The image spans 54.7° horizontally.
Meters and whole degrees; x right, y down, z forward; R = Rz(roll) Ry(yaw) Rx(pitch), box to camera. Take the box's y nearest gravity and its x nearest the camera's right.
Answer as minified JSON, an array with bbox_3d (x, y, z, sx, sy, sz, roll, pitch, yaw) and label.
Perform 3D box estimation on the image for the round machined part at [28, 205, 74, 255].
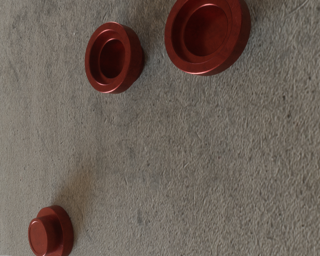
[{"bbox_3d":[-0.203,0.193,0.562,0.098,0.042,0.097,0,90,40],"label":"round machined part"}]

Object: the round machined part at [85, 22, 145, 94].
[{"bbox_3d":[-0.061,-0.098,0.444,0.098,0.042,0.097,0,90,40],"label":"round machined part"}]

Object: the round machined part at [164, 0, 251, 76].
[{"bbox_3d":[0.056,-0.107,0.348,0.098,0.042,0.097,0,90,40],"label":"round machined part"}]
